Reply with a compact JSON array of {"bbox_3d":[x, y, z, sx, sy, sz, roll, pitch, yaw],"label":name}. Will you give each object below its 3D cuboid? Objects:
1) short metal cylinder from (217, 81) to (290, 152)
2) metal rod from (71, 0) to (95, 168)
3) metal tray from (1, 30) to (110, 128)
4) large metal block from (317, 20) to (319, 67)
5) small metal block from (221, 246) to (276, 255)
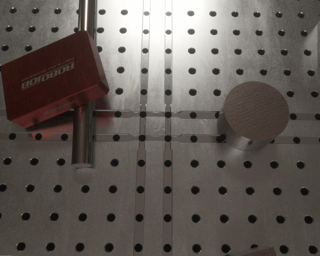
[{"bbox_3d":[0.119,-0.014,0.405,0.081,0.050,0.080,0,70,0],"label":"short metal cylinder"},{"bbox_3d":[-0.107,-0.092,0.444,0.025,0.025,0.299,-3,70,-1],"label":"metal rod"},{"bbox_3d":[-0.141,-0.065,0.412,0.130,0.030,0.090,-22,67,6],"label":"metal tray"},{"bbox_3d":[0.281,-0.130,0.449,0.080,0.050,0.080,9,70,3],"label":"large metal block"},{"bbox_3d":[0.099,0.151,0.345,0.050,0.050,0.025,-13,71,-5],"label":"small metal block"}]
